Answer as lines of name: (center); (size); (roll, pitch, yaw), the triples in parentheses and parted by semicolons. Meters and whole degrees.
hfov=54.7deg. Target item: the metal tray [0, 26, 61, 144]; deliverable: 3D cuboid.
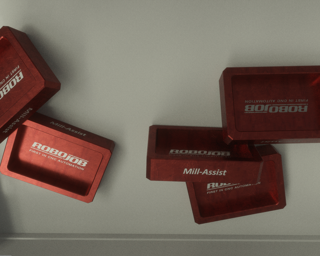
metal tray: (-0.194, -0.044, 0.371); (0.130, 0.030, 0.090); (-38, 81, 12)

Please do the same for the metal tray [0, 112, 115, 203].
metal tray: (-0.138, 0.040, 0.421); (0.131, 0.030, 0.089); (21, 109, -8)

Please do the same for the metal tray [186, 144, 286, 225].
metal tray: (0.105, 0.081, 0.438); (0.131, 0.030, 0.089); (-12, 110, 4)

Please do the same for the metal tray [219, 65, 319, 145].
metal tray: (0.142, -0.028, 0.375); (0.131, 0.030, 0.090); (-1, 75, 0)

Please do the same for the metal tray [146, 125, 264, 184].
metal tray: (0.050, 0.030, 0.386); (0.131, 0.090, 0.030); (2, 115, -1)
